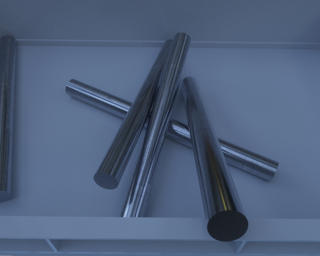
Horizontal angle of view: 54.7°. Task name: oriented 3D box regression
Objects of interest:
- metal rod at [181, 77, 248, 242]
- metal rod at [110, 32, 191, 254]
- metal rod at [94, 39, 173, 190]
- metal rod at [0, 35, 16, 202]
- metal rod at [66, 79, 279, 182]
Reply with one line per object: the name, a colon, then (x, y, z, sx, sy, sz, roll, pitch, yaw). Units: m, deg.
metal rod: (0.043, -0.002, 0.326, 0.025, 0.025, 0.300, 1, 25, 0)
metal rod: (-0.002, -0.005, 0.378, 0.025, 0.025, 0.300, 11, 60, 8)
metal rod: (-0.017, -0.043, 0.410, 0.025, 0.025, 0.301, 11, 41, 9)
metal rod: (-0.217, -0.035, 0.431, 0.025, 0.025, 0.300, -12, 51, -10)
metal rod: (0.003, -0.004, 0.408, 0.301, 0.025, 0.025, 23, 54, 17)
